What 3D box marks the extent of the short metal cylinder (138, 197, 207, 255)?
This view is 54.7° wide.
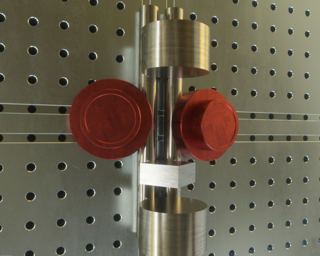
[{"bbox_3d":[0.015,0.115,0.366,0.081,0.080,0.050,1,90,-20],"label":"short metal cylinder"}]

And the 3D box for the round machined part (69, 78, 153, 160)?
[{"bbox_3d":[-0.058,-0.011,0.369,0.099,0.042,0.097,0,90,-6],"label":"round machined part"}]

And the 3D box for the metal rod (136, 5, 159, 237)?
[{"bbox_3d":[-0.016,-0.008,0.406,0.025,0.025,0.298,1,90,-20],"label":"metal rod"}]

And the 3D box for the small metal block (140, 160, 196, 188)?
[{"bbox_3d":[0.010,0.055,0.378,0.050,0.050,0.025,2,89,-62],"label":"small metal block"}]

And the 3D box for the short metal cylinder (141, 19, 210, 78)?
[{"bbox_3d":[0.018,-0.090,0.366,0.081,0.080,0.050,1,90,-20],"label":"short metal cylinder"}]

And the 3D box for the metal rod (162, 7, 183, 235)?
[{"bbox_3d":[0.017,-0.009,0.418,0.025,0.025,0.298,1,90,-20],"label":"metal rod"}]

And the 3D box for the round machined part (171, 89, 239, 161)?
[{"bbox_3d":[0.067,-0.004,0.414,0.099,0.042,0.097,0,91,-35],"label":"round machined part"}]
